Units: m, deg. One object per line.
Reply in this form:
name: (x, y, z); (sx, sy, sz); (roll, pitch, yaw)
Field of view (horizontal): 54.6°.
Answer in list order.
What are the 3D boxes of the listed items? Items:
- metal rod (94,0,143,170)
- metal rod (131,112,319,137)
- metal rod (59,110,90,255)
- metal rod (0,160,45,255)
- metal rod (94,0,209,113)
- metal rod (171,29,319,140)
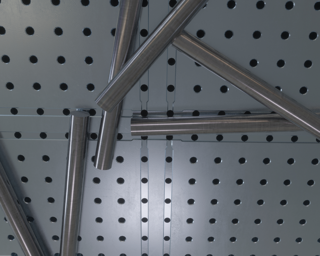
metal rod: (-0.048, -0.084, 0.381); (0.025, 0.025, 0.298); (12, 110, -4)
metal rod: (0.113, -0.006, 0.411); (0.302, 0.025, 0.025); (-2, 110, 0)
metal rod: (-0.130, 0.119, 0.456); (0.025, 0.025, 0.298); (9, 110, -4)
metal rod: (-0.220, 0.108, 0.451); (0.025, 0.025, 0.298); (-13, 110, 5)
metal rod: (0.031, -0.135, 0.348); (0.025, 0.025, 0.299); (40, 99, -13)
metal rod: (0.148, -0.031, 0.382); (0.301, 0.025, 0.025); (31, 107, -3)
